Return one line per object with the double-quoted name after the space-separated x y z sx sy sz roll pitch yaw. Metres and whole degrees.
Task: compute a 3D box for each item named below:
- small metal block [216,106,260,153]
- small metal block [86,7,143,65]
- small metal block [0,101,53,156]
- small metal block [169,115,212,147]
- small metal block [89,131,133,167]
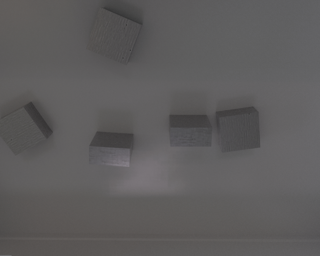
0.104 0.002 0.413 0.050 0.025 0.050 -8 110 3 "small metal block"
-0.054 -0.110 0.370 0.050 0.025 0.050 21 109 -8 "small metal block"
-0.181 0.001 0.410 0.050 0.025 0.050 -27 108 9 "small metal block"
0.038 0.003 0.399 0.050 0.050 0.025 0 110 0 "small metal block"
-0.063 0.027 0.407 0.050 0.050 0.025 4 110 -2 "small metal block"
